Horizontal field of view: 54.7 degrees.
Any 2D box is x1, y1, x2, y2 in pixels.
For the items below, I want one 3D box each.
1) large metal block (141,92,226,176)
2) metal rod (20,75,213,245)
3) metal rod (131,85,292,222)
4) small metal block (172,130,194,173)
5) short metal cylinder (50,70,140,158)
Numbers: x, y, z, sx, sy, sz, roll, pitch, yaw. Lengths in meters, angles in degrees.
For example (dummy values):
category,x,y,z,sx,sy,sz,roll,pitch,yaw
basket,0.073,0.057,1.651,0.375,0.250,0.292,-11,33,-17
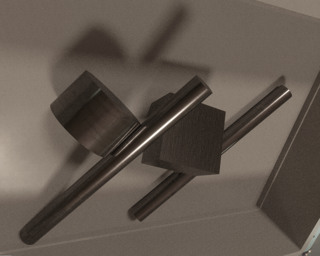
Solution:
category,x,y,z,sx,sy,sz,roll,pitch,yaw
large metal block,0.030,0.011,0.384,0.081,0.050,0.080,17,72,-24
metal rod,-0.063,0.048,0.360,0.299,0.025,0.025,-41,131,17
metal rod,0.080,0.038,0.477,0.300,0.025,0.025,-39,130,-2
small metal block,0.029,0.028,0.444,0.050,0.025,0.050,-33,129,-8
short metal cylinder,-0.067,-0.015,0.328,0.050,0.080,0.080,-44,130,2
